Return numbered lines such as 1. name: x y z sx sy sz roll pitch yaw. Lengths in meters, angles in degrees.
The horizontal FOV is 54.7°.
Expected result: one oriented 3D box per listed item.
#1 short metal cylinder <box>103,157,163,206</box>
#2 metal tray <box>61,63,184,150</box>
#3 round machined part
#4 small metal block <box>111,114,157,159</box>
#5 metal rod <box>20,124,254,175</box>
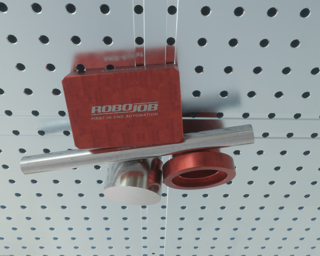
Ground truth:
1. short metal cylinder: -0.036 0.074 0.442 0.080 0.050 0.080 4 149 3
2. metal tray: -0.040 -0.025 0.368 0.131 0.030 0.089 -4 112 2
3. round machined part: 0.052 0.051 0.429 0.099 0.042 0.098 -4 152 -2
4. small metal block: -0.036 0.013 0.433 0.050 0.025 0.050 14 129 -12
5. metal rod: -0.033 0.029 0.402 0.302 0.025 0.025 -8 130 6
